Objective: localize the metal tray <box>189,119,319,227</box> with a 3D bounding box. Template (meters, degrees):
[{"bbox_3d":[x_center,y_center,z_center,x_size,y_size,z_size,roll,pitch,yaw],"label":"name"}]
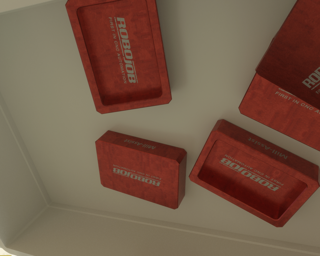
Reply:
[{"bbox_3d":[0.111,0.057,0.381,0.130,0.030,0.089,27,128,10],"label":"metal tray"}]

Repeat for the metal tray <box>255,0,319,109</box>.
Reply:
[{"bbox_3d":[0.126,-0.051,0.213,0.090,0.030,0.130,33,173,9],"label":"metal tray"}]

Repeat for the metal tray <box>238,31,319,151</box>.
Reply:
[{"bbox_3d":[0.156,-0.029,0.302,0.130,0.030,0.089,28,128,13],"label":"metal tray"}]

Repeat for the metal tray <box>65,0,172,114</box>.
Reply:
[{"bbox_3d":[-0.041,-0.085,0.348,0.091,0.030,0.129,-9,118,4],"label":"metal tray"}]

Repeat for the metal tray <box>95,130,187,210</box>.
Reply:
[{"bbox_3d":[-0.028,0.061,0.456,0.130,0.030,0.089,13,124,20],"label":"metal tray"}]
